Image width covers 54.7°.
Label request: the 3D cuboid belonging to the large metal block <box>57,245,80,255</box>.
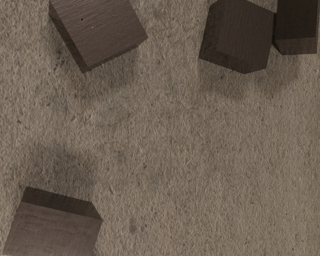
[{"bbox_3d":[-0.115,0.199,0.354,0.081,0.050,0.080,-27,99,-18],"label":"large metal block"}]

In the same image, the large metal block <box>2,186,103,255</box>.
[{"bbox_3d":[-0.116,0.105,0.338,0.081,0.080,0.050,20,83,-19],"label":"large metal block"}]

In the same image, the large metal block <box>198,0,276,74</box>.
[{"bbox_3d":[0.109,-0.130,0.437,0.081,0.050,0.080,14,85,-20],"label":"large metal block"}]

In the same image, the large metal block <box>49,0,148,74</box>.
[{"bbox_3d":[-0.074,-0.121,0.369,0.080,0.050,0.080,-31,101,-18],"label":"large metal block"}]

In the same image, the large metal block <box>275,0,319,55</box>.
[{"bbox_3d":[0.202,-0.157,0.451,0.080,0.050,0.080,7,87,-62],"label":"large metal block"}]
